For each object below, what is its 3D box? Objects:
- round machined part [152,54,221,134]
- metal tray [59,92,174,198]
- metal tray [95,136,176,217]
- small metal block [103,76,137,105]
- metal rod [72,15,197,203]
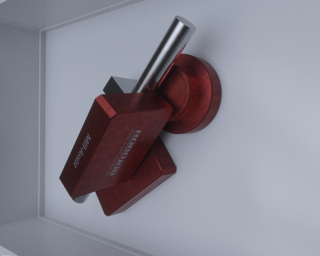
[{"bbox_3d":[0.020,-0.041,0.375,0.098,0.042,0.097,0,90,39],"label":"round machined part"},{"bbox_3d":[-0.050,0.019,0.353,0.030,0.091,0.129,49,125,25],"label":"metal tray"},{"bbox_3d":[-0.047,0.056,0.438,0.129,0.030,0.090,-42,65,31],"label":"metal tray"},{"bbox_3d":[-0.041,-0.042,0.420,0.025,0.050,0.050,-52,60,27],"label":"small metal block"},{"bbox_3d":[-0.048,-0.002,0.391,0.025,0.025,0.298,52,124,27],"label":"metal rod"}]
